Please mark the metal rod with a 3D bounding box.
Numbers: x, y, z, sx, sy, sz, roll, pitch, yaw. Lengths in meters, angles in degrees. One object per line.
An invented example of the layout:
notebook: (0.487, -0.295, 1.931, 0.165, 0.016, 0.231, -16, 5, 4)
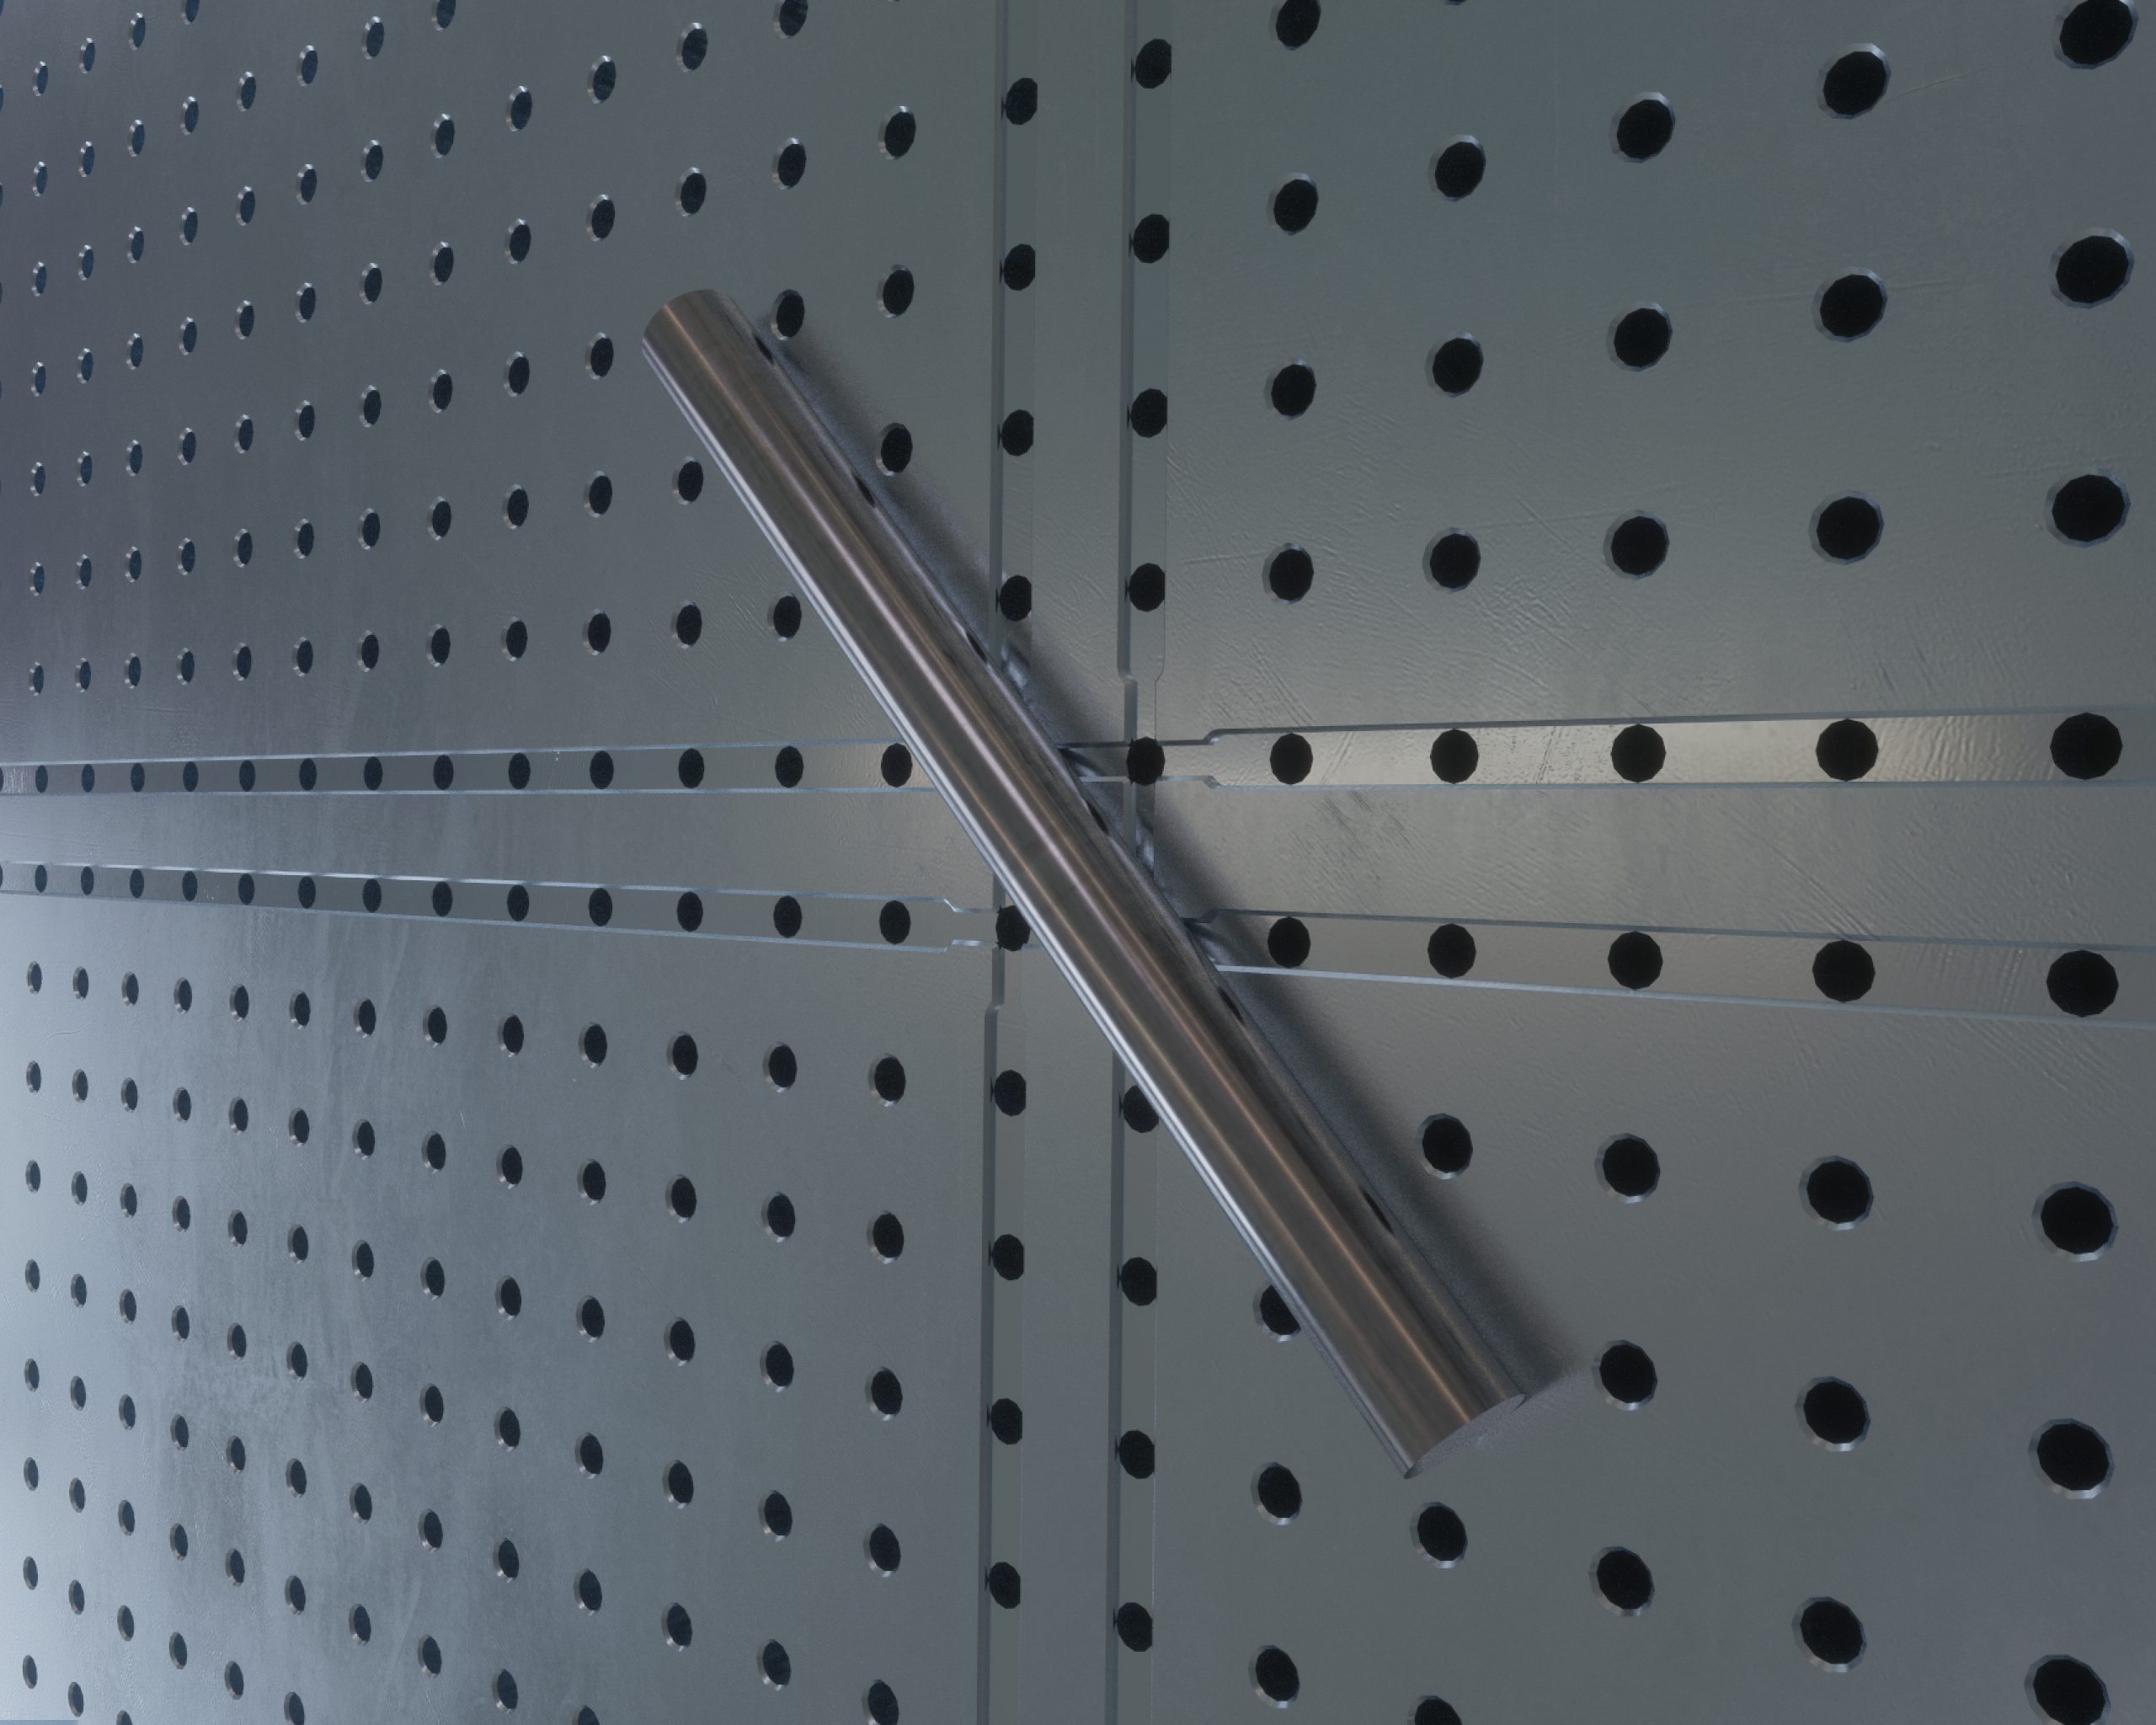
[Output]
metal rod: (-0.012, -0.012, 0.421, 0.025, 0.025, 0.299, -50, 61, 28)
